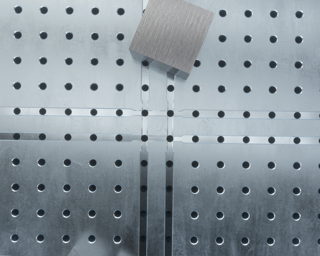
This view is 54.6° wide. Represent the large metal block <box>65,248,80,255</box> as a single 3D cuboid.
[{"bbox_3d":[-0.130,0.211,0.385,0.050,0.080,0.080,45,90,0],"label":"large metal block"}]

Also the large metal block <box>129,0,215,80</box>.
[{"bbox_3d":[0.015,-0.118,0.401,0.080,0.050,0.080,23,90,0],"label":"large metal block"}]
